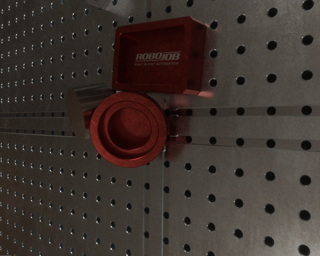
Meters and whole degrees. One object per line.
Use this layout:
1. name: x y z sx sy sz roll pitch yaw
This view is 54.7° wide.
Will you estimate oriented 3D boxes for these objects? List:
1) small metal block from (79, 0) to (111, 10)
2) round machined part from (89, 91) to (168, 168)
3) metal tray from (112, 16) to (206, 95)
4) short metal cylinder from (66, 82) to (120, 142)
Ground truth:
1. small metal block: -0.109 -0.216 0.480 0.025 0.050 0.050 -48 62 29
2. round machined part: -0.039 -0.001 0.408 0.099 0.042 0.097 1 102 4
3. metal tray: -0.007 -0.091 0.409 0.130 0.030 0.089 8 95 39
4. short metal cylinder: -0.100 -0.024 0.454 0.080 0.050 0.079 33 130 51
